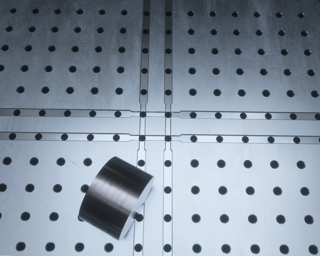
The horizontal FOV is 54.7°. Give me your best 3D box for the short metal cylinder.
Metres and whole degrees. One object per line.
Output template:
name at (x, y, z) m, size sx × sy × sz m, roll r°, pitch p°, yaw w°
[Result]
short metal cylinder at (-0.047, 0.079, 0.353) m, size 0.050 × 0.080 × 0.080 m, roll 27°, pitch 72°, yaw 9°
